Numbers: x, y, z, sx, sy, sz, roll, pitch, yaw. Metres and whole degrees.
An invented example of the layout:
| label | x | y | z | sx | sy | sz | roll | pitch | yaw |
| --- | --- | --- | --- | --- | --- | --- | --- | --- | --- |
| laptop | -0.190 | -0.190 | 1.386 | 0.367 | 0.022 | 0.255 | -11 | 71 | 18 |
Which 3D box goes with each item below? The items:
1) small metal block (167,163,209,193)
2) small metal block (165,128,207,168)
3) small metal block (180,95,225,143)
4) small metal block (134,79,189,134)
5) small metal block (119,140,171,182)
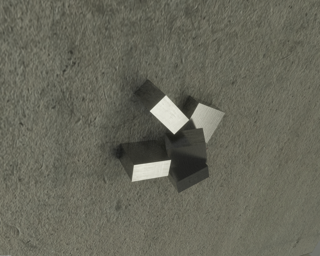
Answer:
| label | x | y | z | sx | sy | sz | roll | pitch | yaw |
| --- | --- | --- | --- | --- | --- | --- | --- | --- | --- |
| small metal block | 0.035 | 0.057 | 0.443 | 0.050 | 0.050 | 0.025 | -25 | 135 | -13 |
| small metal block | 0.036 | 0.027 | 0.416 | 0.050 | 0.025 | 0.050 | -9 | 144 | 5 |
| small metal block | 0.054 | -0.011 | 0.429 | 0.050 | 0.025 | 0.050 | 17 | 110 | -35 |
| small metal block | 0.001 | -0.026 | 0.375 | 0.025 | 0.050 | 0.050 | -45 | 129 | 3 |
| small metal block | -0.021 | 0.041 | 0.405 | 0.050 | 0.050 | 0.025 | -5 | 121 | -26 |
